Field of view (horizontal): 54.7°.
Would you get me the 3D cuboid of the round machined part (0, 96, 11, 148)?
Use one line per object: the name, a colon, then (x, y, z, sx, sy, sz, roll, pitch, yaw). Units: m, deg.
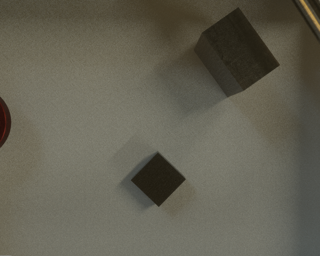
round machined part: (-0.242, -0.008, 0.395, 0.099, 0.042, 0.097, 0, 91, -9)

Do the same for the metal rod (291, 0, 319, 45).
metal rod: (0.100, -0.187, 0.294, 0.025, 0.025, 0.299, -33, 91, 0)

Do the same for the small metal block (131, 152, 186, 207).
small metal block: (-0.002, 0.067, 0.411, 0.050, 0.025, 0.050, 44, 90, -1)

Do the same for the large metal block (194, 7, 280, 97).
large metal block: (0.090, -0.088, 0.385, 0.050, 0.080, 0.080, -36, 90, 0)
